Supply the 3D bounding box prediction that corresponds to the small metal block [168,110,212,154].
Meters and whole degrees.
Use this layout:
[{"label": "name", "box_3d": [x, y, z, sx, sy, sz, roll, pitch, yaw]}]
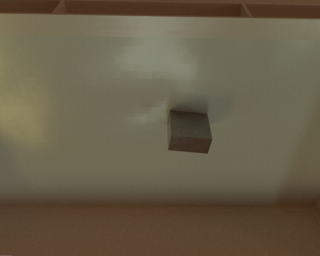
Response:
[{"label": "small metal block", "box_3d": [0.036, 0.004, 0.397, 0.050, 0.050, 0.025, 5, 130, -5]}]
